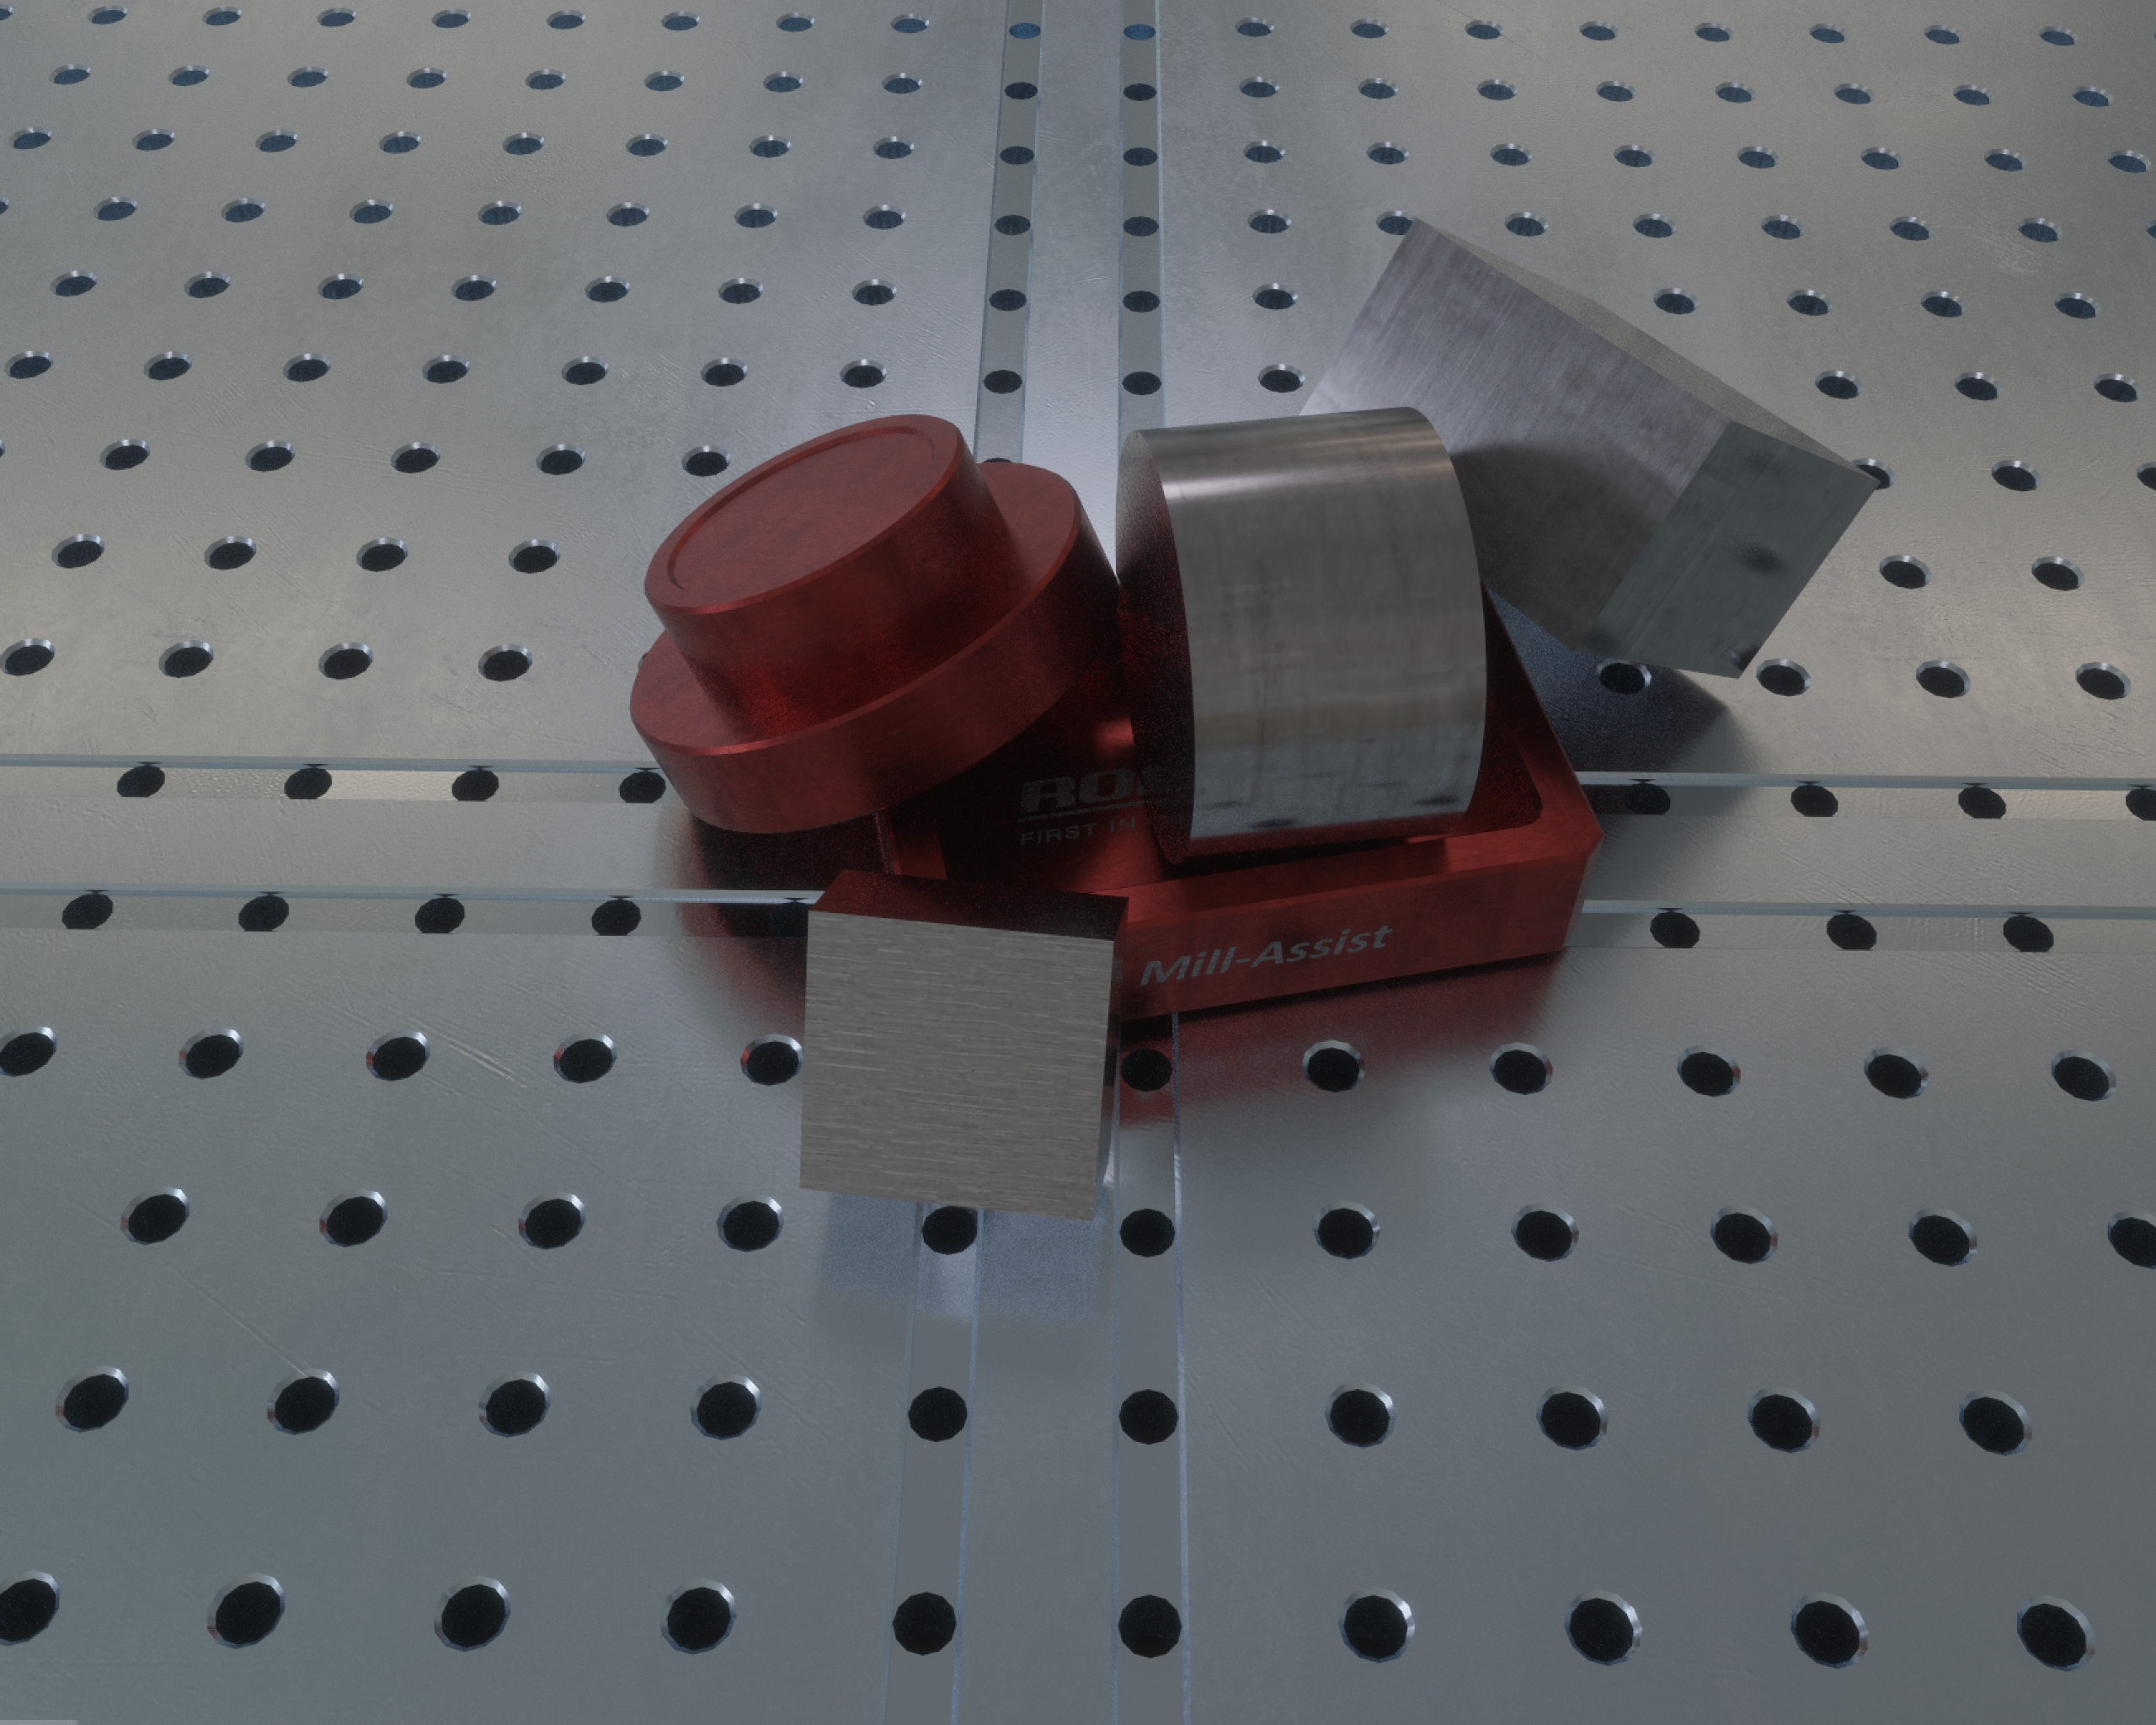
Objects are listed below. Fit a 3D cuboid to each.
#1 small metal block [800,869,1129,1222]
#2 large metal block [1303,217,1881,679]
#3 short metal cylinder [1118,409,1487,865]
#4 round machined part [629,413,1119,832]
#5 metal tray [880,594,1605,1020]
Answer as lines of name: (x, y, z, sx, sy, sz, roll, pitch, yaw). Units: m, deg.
small metal block: (-0.019, 0.031, 0.358, 0.050, 0.050, 0.025, 6, 16, 5)
large metal block: (0.105, -0.083, 0.432, 0.081, 0.050, 0.080, 0, 38, -51)
short metal cylinder: (0.038, -0.042, 0.386, 0.050, 0.080, 0.080, -6, 50, -6)
round machined part: (-0.045, -0.053, 0.411, 0.098, 0.042, 0.098, -19, 33, 13)
metal tray: (0.026, -0.017, 0.415, 0.131, 0.030, 0.090, -9, 51, -8)
